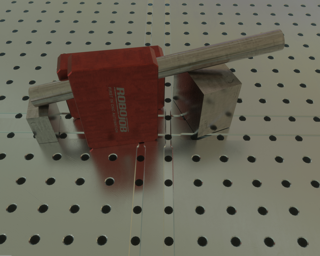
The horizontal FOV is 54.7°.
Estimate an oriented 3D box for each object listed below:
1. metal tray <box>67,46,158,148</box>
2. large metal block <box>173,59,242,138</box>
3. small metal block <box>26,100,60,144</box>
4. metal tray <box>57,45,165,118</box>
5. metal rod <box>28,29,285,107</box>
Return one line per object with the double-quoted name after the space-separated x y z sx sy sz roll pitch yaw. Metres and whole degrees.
-0.049 -0.030 0.364 0.091 0.129 0.030 -7 51 -7 "metal tray"
0.058 -0.048 0.412 0.050 0.080 0.080 -18 53 -15 "large metal block"
-0.150 -0.016 0.402 0.025 0.050 0.050 -6 51 -6 "small metal block"
-0.060 -0.059 0.413 0.131 0.089 0.030 -7 52 -6 "metal tray"
-0.004 -0.071 0.369 0.302 0.025 0.025 -13 51 1 "metal rod"
